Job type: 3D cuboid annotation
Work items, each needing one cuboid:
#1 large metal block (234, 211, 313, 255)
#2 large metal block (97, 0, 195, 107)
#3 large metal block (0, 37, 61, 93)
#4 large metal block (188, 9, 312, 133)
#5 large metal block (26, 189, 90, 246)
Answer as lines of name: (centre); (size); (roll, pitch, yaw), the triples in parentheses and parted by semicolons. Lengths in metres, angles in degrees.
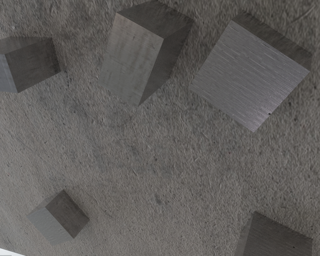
large metal block: (0.143, 0.168, 0.400); (0.080, 0.080, 0.050); (25, 127, 13)
large metal block: (-0.014, -0.081, 0.329); (0.050, 0.080, 0.079); (31, 129, 8)
large metal block: (-0.199, -0.089, 0.421); (0.080, 0.080, 0.050); (8, 122, 24)
large metal block: (0.088, -0.056, 0.309); (0.080, 0.050, 0.079); (35, 129, 4)
large metal block: (-0.199, 0.176, 0.605); (0.080, 0.050, 0.080); (-30, 102, 38)
